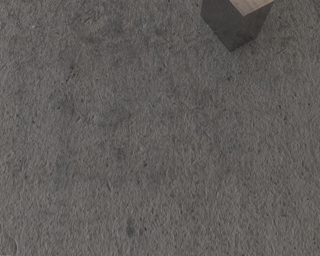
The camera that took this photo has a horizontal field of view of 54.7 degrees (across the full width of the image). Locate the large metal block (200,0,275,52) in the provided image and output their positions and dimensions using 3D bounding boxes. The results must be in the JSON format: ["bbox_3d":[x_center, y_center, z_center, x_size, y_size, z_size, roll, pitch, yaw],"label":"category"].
[{"bbox_3d":[0.105,-0.171,0.442,0.050,0.080,0.080,-30,73,-10],"label":"large metal block"}]
